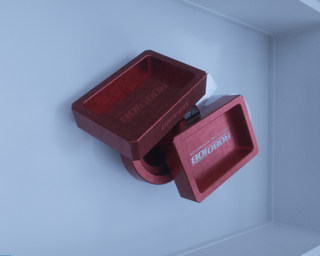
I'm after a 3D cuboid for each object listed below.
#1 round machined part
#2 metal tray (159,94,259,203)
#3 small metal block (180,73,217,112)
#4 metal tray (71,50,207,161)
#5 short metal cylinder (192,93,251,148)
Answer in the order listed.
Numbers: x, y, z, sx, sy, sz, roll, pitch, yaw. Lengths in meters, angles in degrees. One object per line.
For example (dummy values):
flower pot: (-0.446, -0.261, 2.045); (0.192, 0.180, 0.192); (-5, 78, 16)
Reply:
round machined part: (-0.010, 0.020, 0.389); (0.099, 0.042, 0.097); (0, 90, -40)
metal tray: (0.068, 0.022, 0.398); (0.131, 0.030, 0.090); (-31, 109, -31)
small metal block: (0.042, -0.048, 0.425); (0.050, 0.050, 0.025); (-51, 121, -29)
metal tray: (-0.019, -0.033, 0.346); (0.131, 0.090, 0.030); (-44, 149, -32)
short metal cylinder: (0.093, -0.011, 0.468); (0.081, 0.050, 0.079); (0, 90, -40)
